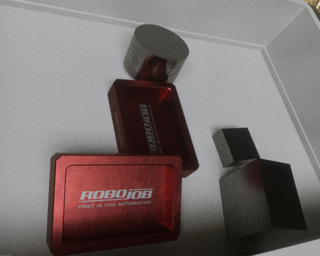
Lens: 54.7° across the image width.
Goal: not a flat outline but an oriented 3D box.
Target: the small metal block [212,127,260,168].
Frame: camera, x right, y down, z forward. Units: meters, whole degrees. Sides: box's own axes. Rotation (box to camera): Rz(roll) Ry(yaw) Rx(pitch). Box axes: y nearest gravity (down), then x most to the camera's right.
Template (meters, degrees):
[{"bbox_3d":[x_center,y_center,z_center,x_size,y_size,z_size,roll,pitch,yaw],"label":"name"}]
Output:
[{"bbox_3d":[0.110,0.028,0.450,0.050,0.025,0.050,-2,63,-30],"label":"small metal block"}]

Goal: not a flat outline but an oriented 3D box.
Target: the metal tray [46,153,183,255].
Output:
[{"bbox_3d":[-0.042,0.071,0.313,0.131,0.030,0.089,3,88,-27],"label":"metal tray"}]

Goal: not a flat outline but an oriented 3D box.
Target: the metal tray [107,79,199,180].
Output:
[{"bbox_3d":[-0.010,0.001,0.397,0.091,0.030,0.130,0,62,-29],"label":"metal tray"}]

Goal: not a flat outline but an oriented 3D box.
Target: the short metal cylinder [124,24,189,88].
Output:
[{"bbox_3d":[-0.006,-0.103,0.441,0.081,0.050,0.080,15,45,-15],"label":"short metal cylinder"}]

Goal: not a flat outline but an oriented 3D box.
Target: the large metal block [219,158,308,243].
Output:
[{"bbox_3d":[0.121,0.093,0.381,0.050,0.080,0.080,12,57,-22],"label":"large metal block"}]
